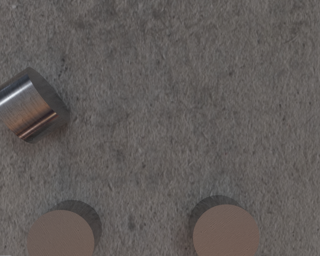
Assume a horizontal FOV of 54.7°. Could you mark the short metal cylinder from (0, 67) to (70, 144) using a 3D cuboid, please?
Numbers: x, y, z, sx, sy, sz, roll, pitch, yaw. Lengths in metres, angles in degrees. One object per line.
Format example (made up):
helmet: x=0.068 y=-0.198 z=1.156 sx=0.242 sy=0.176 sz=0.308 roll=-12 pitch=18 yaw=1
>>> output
short metal cylinder: x=-0.156 y=-0.027 z=0.380 sx=0.050 sy=0.080 sz=0.080 roll=-34 pitch=90 yaw=0

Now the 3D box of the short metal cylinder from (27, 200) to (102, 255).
short metal cylinder: x=-0.119 y=0.138 z=0.396 sx=0.081 sy=0.050 sz=0.079 roll=0 pitch=90 yaw=-1

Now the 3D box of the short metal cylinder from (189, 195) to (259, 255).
short metal cylinder: x=0.080 y=0.132 z=0.399 sx=0.081 sy=0.050 sz=0.079 roll=0 pitch=90 yaw=-1
